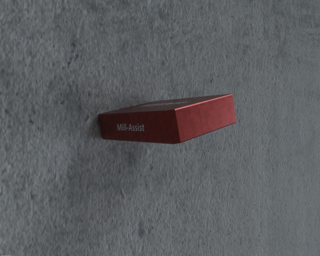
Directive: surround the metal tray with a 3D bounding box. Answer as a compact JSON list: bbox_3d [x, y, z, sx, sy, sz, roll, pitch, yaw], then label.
[{"bbox_3d":[0.004,-0.011,0.338,0.091,0.130,0.030,-17,101,-39],"label":"metal tray"}]
